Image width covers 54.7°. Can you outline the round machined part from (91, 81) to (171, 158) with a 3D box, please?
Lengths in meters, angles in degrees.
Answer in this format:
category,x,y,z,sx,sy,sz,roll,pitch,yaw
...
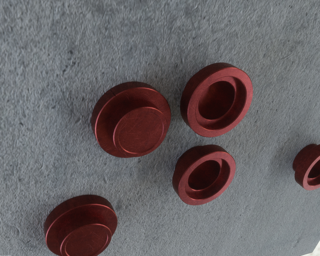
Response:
category,x,y,z,sx,sy,sz,roll,pitch,yaw
round machined part,-0.030,-0.004,0.377,0.099,0.042,0.097,-14,124,-21

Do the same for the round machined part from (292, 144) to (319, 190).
category,x,y,z,sx,sy,sz,roll,pitch,yaw
round machined part,0.300,0.070,0.602,0.099,0.042,0.097,-14,124,-21

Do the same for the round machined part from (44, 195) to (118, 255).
category,x,y,z,sx,sy,sz,roll,pitch,yaw
round machined part,-0.105,0.144,0.427,0.099,0.042,0.097,-14,124,-21

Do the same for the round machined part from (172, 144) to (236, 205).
category,x,y,z,sx,sy,sz,roll,pitch,yaw
round machined part,0.062,0.066,0.470,0.099,0.042,0.097,-14,124,-21

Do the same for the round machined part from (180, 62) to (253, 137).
category,x,y,z,sx,sy,sz,roll,pitch,yaw
round machined part,0.070,-0.040,0.409,0.099,0.042,0.097,-14,124,-21
